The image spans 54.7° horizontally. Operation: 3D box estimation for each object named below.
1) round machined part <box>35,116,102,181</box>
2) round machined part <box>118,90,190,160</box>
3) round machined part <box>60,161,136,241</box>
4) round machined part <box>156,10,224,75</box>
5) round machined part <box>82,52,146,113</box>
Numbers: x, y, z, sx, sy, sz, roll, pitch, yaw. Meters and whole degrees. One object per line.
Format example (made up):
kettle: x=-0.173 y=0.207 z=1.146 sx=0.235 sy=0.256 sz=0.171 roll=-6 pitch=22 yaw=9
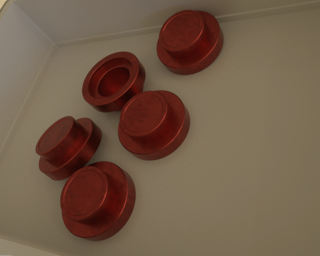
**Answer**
round machined part: x=-0.134 y=0.021 z=0.435 sx=0.098 sy=0.042 sz=0.098 roll=-26 pitch=36 yaw=21
round machined part: x=-0.014 y=-0.010 z=0.408 sx=0.098 sy=0.042 sz=0.098 roll=-13 pitch=56 yaw=21
round machined part: x=-0.083 y=0.086 z=0.386 sx=0.098 sy=0.042 sz=0.098 roll=-13 pitch=56 yaw=21
round machined part: x=0.038 y=-0.129 z=0.447 sx=0.098 sy=0.042 sz=0.098 roll=-11 pitch=64 yaw=24
round machined part: x=-0.065 y=-0.064 z=0.467 sx=0.098 sy=0.042 sz=0.098 roll=-14 pitch=54 yaw=21
